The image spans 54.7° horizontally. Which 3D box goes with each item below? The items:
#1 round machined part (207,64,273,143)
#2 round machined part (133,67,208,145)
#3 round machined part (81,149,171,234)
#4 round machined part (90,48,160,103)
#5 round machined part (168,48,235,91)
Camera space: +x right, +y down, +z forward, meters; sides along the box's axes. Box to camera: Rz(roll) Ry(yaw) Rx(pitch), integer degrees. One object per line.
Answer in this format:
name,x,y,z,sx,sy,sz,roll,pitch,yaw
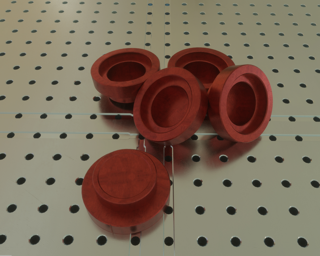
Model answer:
round machined part,0.098,-0.032,0.400,0.099,0.098,0.042,-36,24,-26
round machined part,0.017,-0.025,0.397,0.098,0.042,0.098,-11,68,31
round machined part,-0.037,0.062,0.344,0.099,0.042,0.098,0,50,0
round machined part,-0.048,-0.073,0.452,0.099,0.042,0.098,-3,44,3
round machined part,0.060,-0.074,0.458,0.099,0.042,0.098,1,48,0
